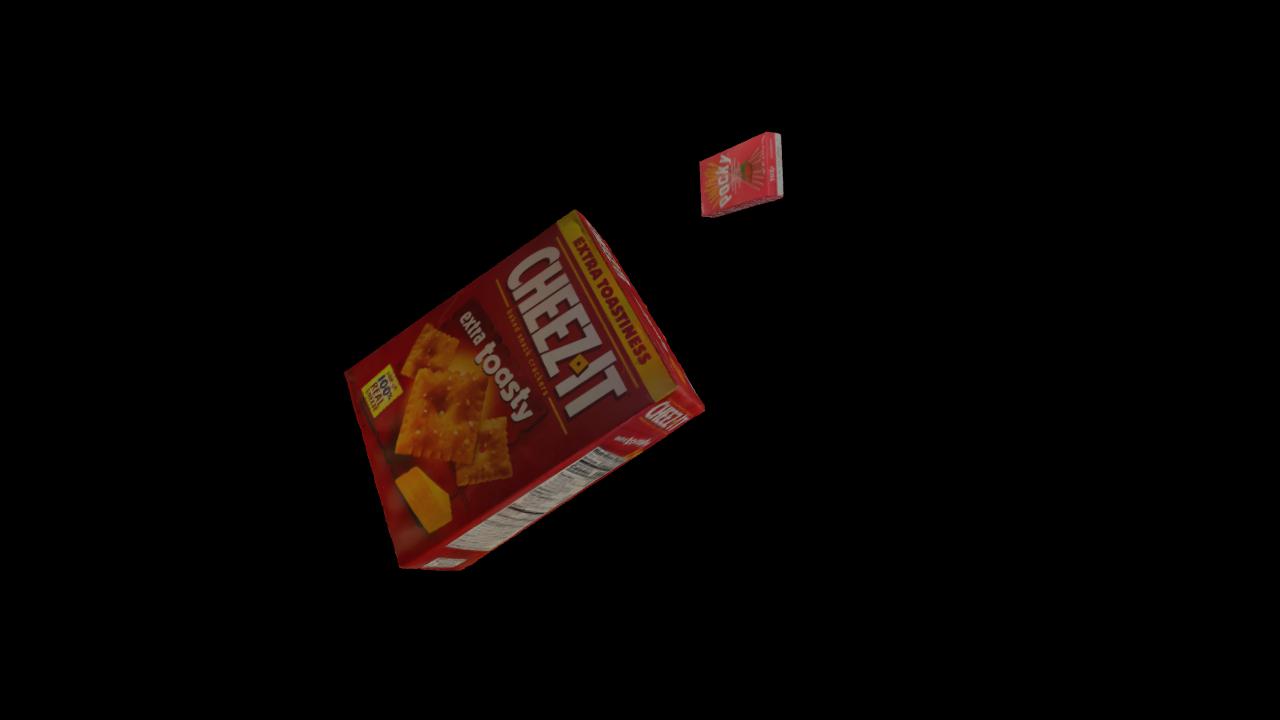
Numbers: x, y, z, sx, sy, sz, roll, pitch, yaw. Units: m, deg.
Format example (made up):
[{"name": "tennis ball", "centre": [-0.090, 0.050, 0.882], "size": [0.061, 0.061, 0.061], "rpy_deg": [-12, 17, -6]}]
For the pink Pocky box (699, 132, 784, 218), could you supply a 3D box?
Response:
[{"name": "pink Pocky box", "centre": [0.137, -0.254, 0.861], "size": [0.029, 0.084, 0.155], "rpy_deg": [-4, 4, -29]}]

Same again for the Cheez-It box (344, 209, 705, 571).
[{"name": "Cheez-It box", "centre": [-0.089, 0.023, 0.441], "size": [0.223, 0.166, 0.071], "rpy_deg": [-33, -27, 8]}]
